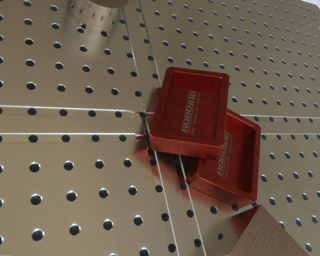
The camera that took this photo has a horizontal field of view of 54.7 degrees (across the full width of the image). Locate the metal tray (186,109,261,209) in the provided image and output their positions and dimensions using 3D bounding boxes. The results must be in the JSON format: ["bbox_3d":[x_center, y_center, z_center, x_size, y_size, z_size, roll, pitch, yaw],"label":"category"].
[{"bbox_3d":[0.093,0.034,0.433,0.090,0.030,0.130,26,52,-12],"label":"metal tray"}]

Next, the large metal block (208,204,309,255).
[{"bbox_3d":[0.113,0.151,0.360,0.080,0.050,0.080,47,51,5],"label":"large metal block"}]

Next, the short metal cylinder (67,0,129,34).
[{"bbox_3d":[-0.092,-0.188,0.457,0.081,0.050,0.080,14,56,-21],"label":"short metal cylinder"}]

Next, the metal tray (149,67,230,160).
[{"bbox_3d":[0.043,-0.025,0.417,0.090,0.030,0.130,9,53,7],"label":"metal tray"}]
